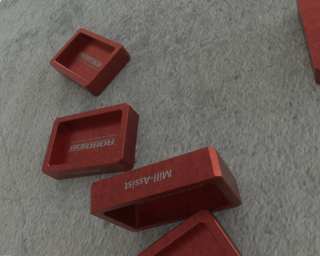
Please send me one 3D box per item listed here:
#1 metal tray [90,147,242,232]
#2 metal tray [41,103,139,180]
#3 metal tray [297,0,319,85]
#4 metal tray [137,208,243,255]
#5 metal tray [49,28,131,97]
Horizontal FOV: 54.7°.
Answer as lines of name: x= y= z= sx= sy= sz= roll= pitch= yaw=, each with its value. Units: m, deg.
metal tray: x=0.008 y=0.068 z=0.315 sx=0.130 sy=0.090 sz=0.030 roll=-19 pitch=54 yaw=16
metal tray: x=-0.098 y=0.020 z=0.437 sx=0.130 sy=0.030 sz=0.090 roll=-10 pitch=57 yaw=22
metal tray: x=0.218 y=-0.117 z=0.359 sx=0.090 sy=0.030 sz=0.130 roll=-10 pitch=57 yaw=22
metal tray: x=0.019 y=0.151 z=0.292 sx=0.130 sy=0.030 sz=0.090 roll=-37 pitch=55 yaw=3
metal tray: x=-0.123 y=-0.117 z=0.534 sx=0.130 sy=0.030 sz=0.090 roll=32 pitch=79 yaw=37
